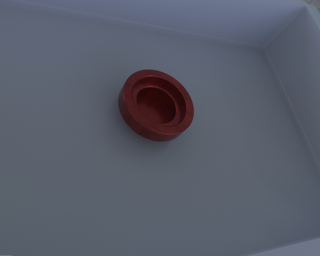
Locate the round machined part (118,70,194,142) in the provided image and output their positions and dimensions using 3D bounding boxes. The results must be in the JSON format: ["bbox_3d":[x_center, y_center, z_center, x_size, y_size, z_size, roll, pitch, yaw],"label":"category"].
[{"bbox_3d":[-0.008,-0.025,0.407,0.099,0.042,0.098,14,56,-21],"label":"round machined part"}]
